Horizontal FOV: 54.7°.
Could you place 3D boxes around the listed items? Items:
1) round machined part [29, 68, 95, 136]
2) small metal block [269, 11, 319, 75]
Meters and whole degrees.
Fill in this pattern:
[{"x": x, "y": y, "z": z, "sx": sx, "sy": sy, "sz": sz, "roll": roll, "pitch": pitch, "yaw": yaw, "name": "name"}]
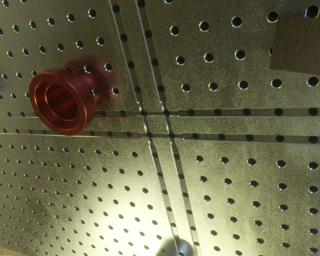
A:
[{"x": -0.135, "y": -0.041, "z": 0.446, "sx": 0.098, "sy": 0.042, "sz": 0.097, "roll": 13, "pitch": 124, "yaw": 21, "name": "round machined part"}, {"x": 0.134, "y": -0.080, "z": 0.291, "sx": 0.050, "sy": 0.025, "sz": 0.050, "roll": 13, "pitch": 124, "yaw": 21, "name": "small metal block"}]
